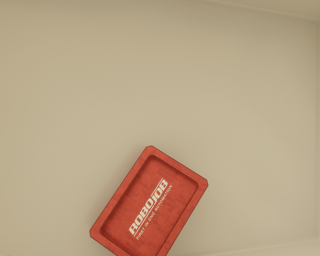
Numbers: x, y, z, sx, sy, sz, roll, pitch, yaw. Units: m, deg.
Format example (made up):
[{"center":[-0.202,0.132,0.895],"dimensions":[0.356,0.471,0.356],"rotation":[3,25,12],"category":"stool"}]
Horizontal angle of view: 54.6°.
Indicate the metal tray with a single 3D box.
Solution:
[{"center":[-0.012,0.099,0.382],"dimensions":[0.090,0.030,0.130],"rotation":[32,77,10],"category":"metal tray"}]
